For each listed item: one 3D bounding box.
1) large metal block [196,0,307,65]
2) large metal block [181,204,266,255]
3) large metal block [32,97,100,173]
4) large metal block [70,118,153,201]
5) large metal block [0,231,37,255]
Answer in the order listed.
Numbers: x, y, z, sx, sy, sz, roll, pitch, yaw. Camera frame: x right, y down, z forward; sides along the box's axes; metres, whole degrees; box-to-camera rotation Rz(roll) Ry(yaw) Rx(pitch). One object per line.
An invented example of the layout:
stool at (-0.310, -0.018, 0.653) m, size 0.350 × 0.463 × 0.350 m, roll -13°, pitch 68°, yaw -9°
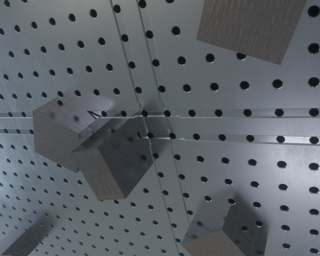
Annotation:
large metal block at (0.087, -0.113, 0.280) m, size 0.080 × 0.050 × 0.079 m, roll 22°, pitch 127°, yaw 15°
large metal block at (0.092, 0.168, 0.451) m, size 0.080 × 0.050 × 0.080 m, roll 48°, pitch 129°, yaw -6°
large metal block at (-0.145, 0.011, 0.479) m, size 0.080 × 0.050 × 0.079 m, roll 24°, pitch 127°, yaw 13°
large metal block at (-0.065, 0.044, 0.438) m, size 0.050 × 0.080 × 0.080 m, roll -12°, pitch 112°, yaw 33°
large metal block at (-0.366, 0.302, 0.757) m, size 0.080 × 0.080 × 0.050 m, roll -17°, pitch 110°, yaw 35°
